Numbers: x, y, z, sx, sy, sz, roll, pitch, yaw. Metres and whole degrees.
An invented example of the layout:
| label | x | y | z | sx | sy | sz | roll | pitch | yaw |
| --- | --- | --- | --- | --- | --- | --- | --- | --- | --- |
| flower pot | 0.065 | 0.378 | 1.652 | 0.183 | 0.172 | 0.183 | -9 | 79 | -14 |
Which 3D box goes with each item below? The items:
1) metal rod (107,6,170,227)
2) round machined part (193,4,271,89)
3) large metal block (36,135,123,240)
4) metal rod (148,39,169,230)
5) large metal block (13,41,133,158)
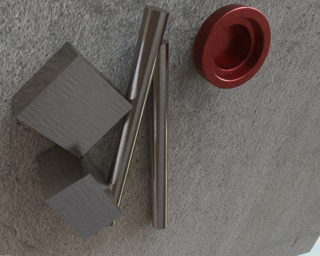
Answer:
| label | x | y | z | sx | sy | sz | roll | pitch | yaw |
| --- | --- | --- | --- | --- | --- | --- | --- | --- | --- |
| metal rod | -0.039 | 0.008 | 0.378 | 0.025 | 0.025 | 0.298 | -1 | 123 | -29 |
| round machined part | 0.083 | -0.101 | 0.381 | 0.099 | 0.042 | 0.097 | -14 | 125 | -21 |
| large metal block | -0.095 | 0.068 | 0.362 | 0.050 | 0.080 | 0.080 | -32 | 129 | -8 |
| metal rod | -0.002 | 0.030 | 0.425 | 0.025 | 0.025 | 0.298 | -14 | 125 | -21 |
| large metal block | -0.090 | -0.028 | 0.325 | 0.080 | 0.050 | 0.080 | -44 | 130 | 2 |
